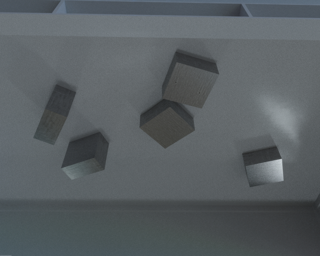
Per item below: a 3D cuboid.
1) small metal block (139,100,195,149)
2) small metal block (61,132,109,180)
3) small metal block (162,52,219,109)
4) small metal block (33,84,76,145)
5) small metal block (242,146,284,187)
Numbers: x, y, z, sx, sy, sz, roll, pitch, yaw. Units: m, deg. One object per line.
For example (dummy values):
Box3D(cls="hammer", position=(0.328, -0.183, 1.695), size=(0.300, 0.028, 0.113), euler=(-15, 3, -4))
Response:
Box3D(cls="small metal block", position=(0.009, -0.007, 0.404), size=(0.050, 0.025, 0.050), euler=(-33, 123, 25))
Box3D(cls="small metal block", position=(-0.101, 0.038, 0.423), size=(0.050, 0.050, 0.025), euler=(-18, 128, 14))
Box3D(cls="small metal block", position=(0.034, -0.055, 0.363), size=(0.050, 0.025, 0.050), euler=(14, 129, -12))
Box3D(cls="small metal block", position=(-0.128, -0.016, 0.377), size=(0.025, 0.050, 0.050), euler=(23, 126, -19))
Box3D(cls="small metal block", position=(0.154, 0.059, 0.462), size=(0.050, 0.025, 0.050), euler=(-13, 129, 10))
